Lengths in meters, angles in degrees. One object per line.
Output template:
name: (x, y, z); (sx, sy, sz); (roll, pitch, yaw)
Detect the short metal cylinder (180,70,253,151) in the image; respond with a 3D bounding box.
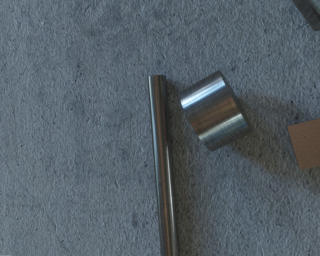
short metal cylinder: (0.065, -0.020, 0.357); (0.050, 0.080, 0.080); (-29, 81, 18)

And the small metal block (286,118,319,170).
small metal block: (0.175, 0.016, 0.347); (0.050, 0.025, 0.050); (-16, 85, 19)

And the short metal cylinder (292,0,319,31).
short metal cylinder: (0.181, -0.145, 0.316); (0.080, 0.080, 0.050); (-33, 80, 17)

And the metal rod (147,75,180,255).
metal rod: (0.007, 0.081, 0.406); (0.025, 0.025, 0.298); (-5, 88, 20)
